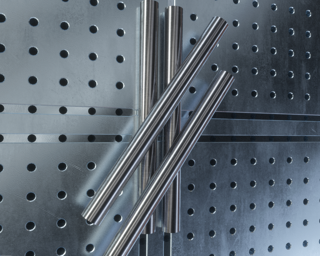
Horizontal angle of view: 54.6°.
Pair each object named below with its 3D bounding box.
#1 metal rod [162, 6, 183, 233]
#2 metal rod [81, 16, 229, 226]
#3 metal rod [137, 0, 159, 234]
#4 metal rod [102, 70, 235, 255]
[{"bbox_3d":[0.017,-0.011,0.419,0.025,0.025,0.298,1,90,-20],"label":"metal rod"},{"bbox_3d":[0.000,-0.017,0.387,0.025,0.025,0.300,37,78,-17],"label":"metal rod"},{"bbox_3d":[-0.016,-0.014,0.407,0.025,0.025,0.298,1,90,-20],"label":"metal rod"},{"bbox_3d":[0.010,0.053,0.389,0.025,0.025,0.300,36,78,-17],"label":"metal rod"}]
